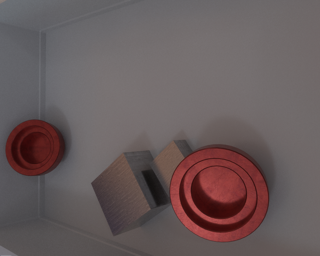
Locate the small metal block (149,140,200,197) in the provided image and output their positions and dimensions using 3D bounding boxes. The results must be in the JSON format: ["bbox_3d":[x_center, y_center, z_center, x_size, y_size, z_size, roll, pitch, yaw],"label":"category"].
[{"bbox_3d":[0.021,0.050,0.387,0.050,0.025,0.050,-47,63,29],"label":"small metal block"}]

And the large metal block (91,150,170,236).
[{"bbox_3d":[-0.038,0.087,0.420,0.080,0.050,0.080,-43,64,31],"label":"large metal block"}]

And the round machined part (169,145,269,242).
[{"bbox_3d":[0.063,0.065,0.328,0.098,0.042,0.097,2,97,17],"label":"round machined part"}]

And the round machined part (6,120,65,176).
[{"bbox_3d":[-0.217,0.036,0.551,0.099,0.042,0.097,-1,81,6],"label":"round machined part"}]
